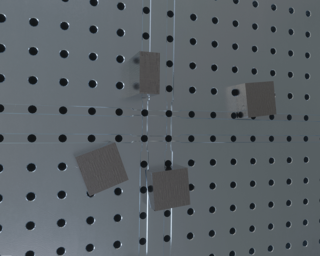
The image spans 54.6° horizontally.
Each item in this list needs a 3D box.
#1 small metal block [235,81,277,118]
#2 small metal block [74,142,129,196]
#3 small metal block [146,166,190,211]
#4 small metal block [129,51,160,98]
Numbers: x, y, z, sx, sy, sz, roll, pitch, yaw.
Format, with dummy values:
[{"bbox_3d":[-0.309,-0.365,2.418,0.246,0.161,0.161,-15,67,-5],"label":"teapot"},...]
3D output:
[{"bbox_3d":[0.144,-0.042,0.465,0.050,0.025,0.050,-7,92,-20],"label":"small metal block"},{"bbox_3d":[-0.073,0.049,0.386,0.050,0.025,0.050,-21,97,-19],"label":"small metal block"},{"bbox_3d":[0.011,0.080,0.417,0.050,0.025,0.050,-5,92,-20],"label":"small metal block"},{"bbox_3d":[-0.021,-0.066,0.391,0.025,0.050,0.050,0,90,-20],"label":"small metal block"}]
